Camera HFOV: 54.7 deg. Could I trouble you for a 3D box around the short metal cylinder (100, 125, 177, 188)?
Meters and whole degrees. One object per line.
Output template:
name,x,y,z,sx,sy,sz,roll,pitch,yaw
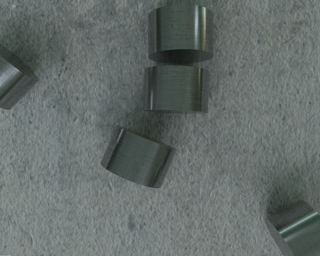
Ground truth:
short metal cylinder,-0.026,0.034,0.382,0.080,0.080,0.050,22,90,-1

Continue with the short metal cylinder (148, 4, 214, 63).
short metal cylinder,0.025,-0.112,0.383,0.081,0.080,0.050,-1,90,-1

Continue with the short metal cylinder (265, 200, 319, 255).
short metal cylinder,0.176,0.137,0.385,0.050,0.080,0.080,-29,90,0

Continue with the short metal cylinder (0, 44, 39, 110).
short metal cylinder,-0.199,-0.068,0.380,0.080,0.080,0.050,43,90,-1

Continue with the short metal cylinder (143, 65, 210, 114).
short metal cylinder,0.020,-0.045,0.383,0.081,0.080,0.050,2,90,-1
